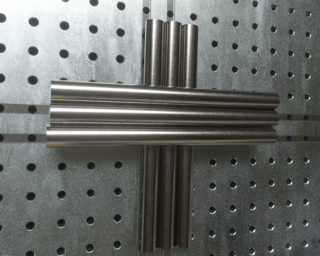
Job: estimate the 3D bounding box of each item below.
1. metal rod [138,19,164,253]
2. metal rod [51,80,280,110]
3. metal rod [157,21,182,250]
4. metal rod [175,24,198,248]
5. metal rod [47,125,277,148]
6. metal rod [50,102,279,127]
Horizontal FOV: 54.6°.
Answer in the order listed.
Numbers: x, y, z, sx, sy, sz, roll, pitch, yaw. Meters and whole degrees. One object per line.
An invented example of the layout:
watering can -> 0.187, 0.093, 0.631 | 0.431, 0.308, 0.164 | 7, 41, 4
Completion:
metal rod -> -0.011, 0.009, 0.408 | 0.025, 0.025, 0.298 | 2, 89, -20
metal rod -> 0.022, -0.040, 0.394 | 0.302, 0.025, 0.025 | 1, 90, -20
metal rod -> 0.012, 0.009, 0.417 | 0.025, 0.025, 0.298 | 2, 89, -20
metal rod -> 0.036, 0.010, 0.425 | 0.025, 0.025, 0.298 | 2, 89, -20
metal rod -> 0.017, 0.010, 0.392 | 0.302, 0.025, 0.025 | 1, 90, -20
metal rod -> 0.021, -0.015, 0.393 | 0.302, 0.025, 0.025 | 1, 90, -20
